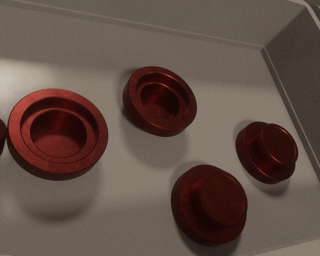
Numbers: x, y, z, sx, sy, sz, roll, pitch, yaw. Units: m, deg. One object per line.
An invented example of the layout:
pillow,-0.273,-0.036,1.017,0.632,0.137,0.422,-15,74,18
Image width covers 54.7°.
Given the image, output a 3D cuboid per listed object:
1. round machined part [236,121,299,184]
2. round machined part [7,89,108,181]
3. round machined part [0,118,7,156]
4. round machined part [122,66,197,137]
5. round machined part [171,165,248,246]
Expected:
round machined part,0.168,0.032,0.468,0.099,0.042,0.098,14,56,-21
round machined part,-0.109,0.010,0.330,0.099,0.042,0.098,14,56,-22
round machined part,-0.186,-0.006,0.268,0.099,0.042,0.098,19,20,-7
round machined part,-0.004,-0.031,0.413,0.099,0.042,0.098,14,56,-21
round machined part,0.067,0.090,0.378,0.099,0.042,0.098,14,56,-21
